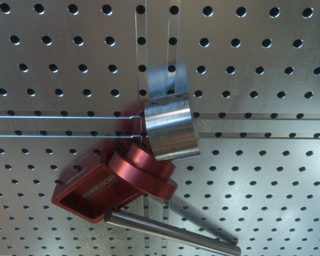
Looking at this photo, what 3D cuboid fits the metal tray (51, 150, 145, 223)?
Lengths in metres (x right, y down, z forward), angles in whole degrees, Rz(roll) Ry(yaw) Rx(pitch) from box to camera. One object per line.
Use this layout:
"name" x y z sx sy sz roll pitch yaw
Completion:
"metal tray" -0.095 0.097 0.489 0.130 0.030 0.090 -36 122 26

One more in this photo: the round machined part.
"round machined part" -0.017 0.054 0.422 0.098 0.098 0.042 30 90 -23

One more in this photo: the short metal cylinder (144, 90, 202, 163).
"short metal cylinder" 0.017 -0.001 0.375 0.050 0.080 0.080 -12 129 10

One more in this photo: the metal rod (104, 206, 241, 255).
"metal rod" 0.037 0.193 0.555 0.301 0.025 0.025 27 125 -29
